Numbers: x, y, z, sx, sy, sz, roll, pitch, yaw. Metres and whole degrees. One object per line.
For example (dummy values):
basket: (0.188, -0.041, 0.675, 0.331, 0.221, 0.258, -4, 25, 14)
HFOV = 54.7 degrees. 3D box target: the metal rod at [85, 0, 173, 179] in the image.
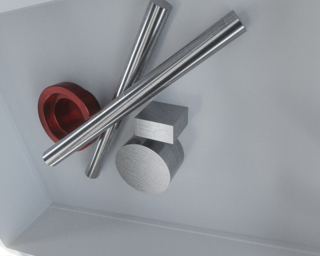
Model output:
metal rod: (-0.055, -0.029, 0.417, 0.025, 0.025, 0.298, 33, 129, 6)

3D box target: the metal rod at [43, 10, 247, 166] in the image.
metal rod: (-0.036, -0.032, 0.365, 0.299, 0.025, 0.025, -33, 101, 25)

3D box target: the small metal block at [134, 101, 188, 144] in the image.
small metal block: (0.003, -0.008, 0.385, 0.050, 0.050, 0.025, 12, 123, 21)

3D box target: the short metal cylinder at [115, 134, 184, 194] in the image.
short metal cylinder: (-0.013, 0.043, 0.425, 0.080, 0.050, 0.079, 13, 124, 20)

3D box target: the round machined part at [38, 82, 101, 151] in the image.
round machined part: (-0.123, -0.019, 0.443, 0.098, 0.042, 0.097, 12, 117, 25)
